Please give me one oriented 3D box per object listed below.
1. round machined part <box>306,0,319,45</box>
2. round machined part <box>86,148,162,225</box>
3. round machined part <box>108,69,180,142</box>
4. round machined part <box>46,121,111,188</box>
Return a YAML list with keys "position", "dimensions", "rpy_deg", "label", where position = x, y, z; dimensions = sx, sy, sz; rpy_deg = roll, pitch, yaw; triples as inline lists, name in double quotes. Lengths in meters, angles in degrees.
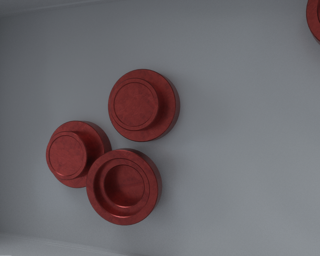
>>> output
- position: [0.208, -0.121, 0.320]
  dimensions: [0.098, 0.042, 0.097]
  rpy_deg: [-3, 85, 33]
  label: "round machined part"
- position: [-0.044, 0.075, 0.414]
  dimensions: [0.098, 0.042, 0.097]
  rpy_deg: [1, 93, 15]
  label: "round machined part"
- position: [-0.026, -0.030, 0.411]
  dimensions: [0.098, 0.042, 0.097]
  rpy_deg: [0, 90, 20]
  label: "round machined part"
- position: [-0.123, 0.038, 0.445]
  dimensions: [0.098, 0.042, 0.097]
  rpy_deg: [0, 90, 20]
  label: "round machined part"
